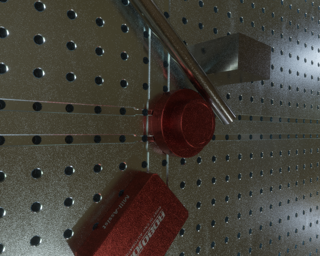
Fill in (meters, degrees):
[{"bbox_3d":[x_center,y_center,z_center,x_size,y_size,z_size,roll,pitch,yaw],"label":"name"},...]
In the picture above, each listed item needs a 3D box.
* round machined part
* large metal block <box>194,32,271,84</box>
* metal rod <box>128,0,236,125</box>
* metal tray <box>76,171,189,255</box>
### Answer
[{"bbox_3d":[0.040,-0.006,0.434,0.099,0.042,0.097,0,91,-40],"label":"round machined part"},{"bbox_3d":[0.109,-0.100,0.467,0.081,0.080,0.050,5,87,-41],"label":"large metal block"},{"bbox_3d":[0.018,-0.114,0.417,0.300,0.025,0.025,48,61,-27],"label":"metal rod"},{"bbox_3d":[-0.027,0.130,0.385,0.130,0.030,0.090,-51,120,-28],"label":"metal tray"}]
